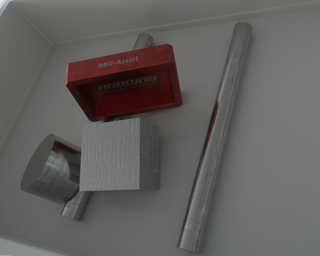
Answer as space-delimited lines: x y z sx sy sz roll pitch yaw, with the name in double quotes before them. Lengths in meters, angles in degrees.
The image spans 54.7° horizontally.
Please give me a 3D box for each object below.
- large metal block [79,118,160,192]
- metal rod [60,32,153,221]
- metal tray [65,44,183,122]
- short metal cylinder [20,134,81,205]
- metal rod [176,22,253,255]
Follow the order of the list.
"large metal block" -0.048 0.036 0.378 0.080 0.050 0.080 -7 75 24
"metal rod" -0.069 -0.016 0.450 0.025 0.025 0.300 6 64 30
"metal tray" -0.041 -0.054 0.396 0.131 0.090 0.030 -10 58 4
"short metal cylinder" -0.139 0.054 0.408 0.080 0.050 0.080 -36 36 33
"metal rod" 0.072 -0.007 0.371 0.025 0.025 0.300 5 64 30
